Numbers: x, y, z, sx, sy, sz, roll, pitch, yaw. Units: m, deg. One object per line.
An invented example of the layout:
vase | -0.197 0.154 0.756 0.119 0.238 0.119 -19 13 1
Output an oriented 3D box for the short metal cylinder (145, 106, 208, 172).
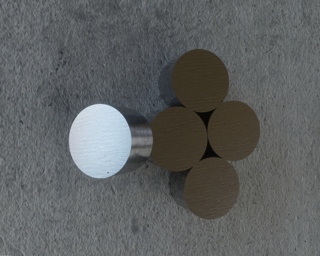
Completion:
short metal cylinder | 0.014 0.013 0.402 0.081 0.050 0.080 0 90 -20

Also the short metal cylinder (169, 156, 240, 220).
short metal cylinder | 0.059 0.077 0.419 0.081 0.050 0.080 0 90 -20

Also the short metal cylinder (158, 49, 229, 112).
short metal cylinder | 0.044 -0.060 0.413 0.081 0.050 0.080 0 90 -20

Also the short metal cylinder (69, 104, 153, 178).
short metal cylinder | -0.055 0.014 0.355 0.080 0.050 0.080 -1 89 24

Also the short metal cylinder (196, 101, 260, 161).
short metal cylinder | 0.090 0.004 0.430 0.081 0.050 0.080 0 90 -20
